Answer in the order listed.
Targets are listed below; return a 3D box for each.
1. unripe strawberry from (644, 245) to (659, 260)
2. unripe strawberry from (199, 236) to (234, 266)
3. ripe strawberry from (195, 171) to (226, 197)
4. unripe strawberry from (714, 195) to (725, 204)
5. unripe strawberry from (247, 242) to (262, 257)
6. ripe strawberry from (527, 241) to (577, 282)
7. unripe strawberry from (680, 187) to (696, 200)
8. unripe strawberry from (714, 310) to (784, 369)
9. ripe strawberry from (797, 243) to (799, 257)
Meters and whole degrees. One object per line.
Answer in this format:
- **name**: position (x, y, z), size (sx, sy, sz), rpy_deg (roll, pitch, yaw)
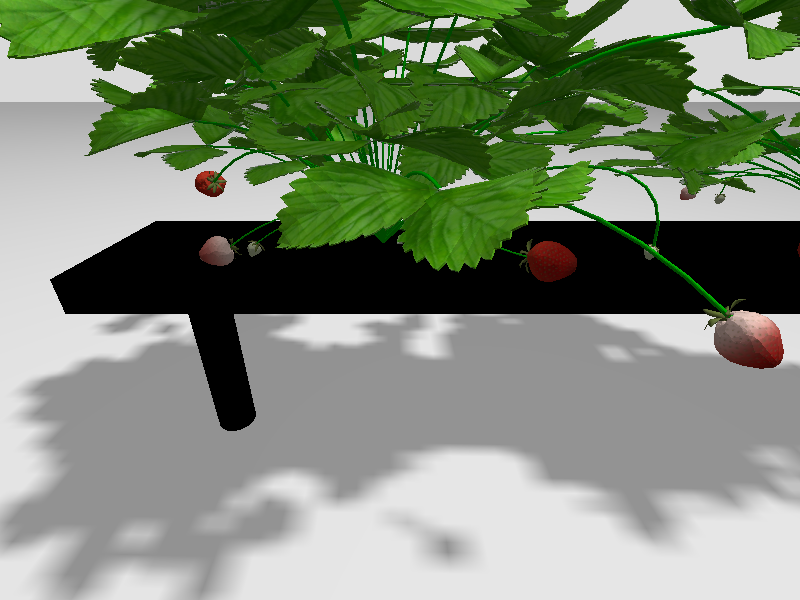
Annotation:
- **unripe strawberry**: position (0.195, -0.037, 0.312), size (0.010, 0.011, 0.011), rpy_deg (7, 29, 13)
- **unripe strawberry**: position (-0.146, -0.037, 0.317), size (0.025, 0.025, 0.023), rpy_deg (-21, 33, -13)
- **ripe strawberry**: position (-0.243, -0.147, 0.511), size (0.033, 0.032, 0.036), rpy_deg (1, 23, 40)
- **unripe strawberry**: position (0.377, -0.119, 0.473), size (0.011, 0.011, 0.010), rpy_deg (-12, 30, -22)
- **unripe strawberry**: position (-0.123, -0.042, 0.337), size (0.011, 0.011, 0.013), rpy_deg (30, 14, -30)
- **ripe strawberry**: position (0.110, -0.028, 0.289), size (0.034, 0.029, 0.034), rpy_deg (18, 33, 29)
- **unripe strawberry**: position (0.359, -0.132, 0.499), size (0.019, 0.017, 0.017), rpy_deg (-13, -27, -23)
- **unripe strawberry**: position (0.177, 0.020, 0.203), size (0.031, 0.031, 0.027), rpy_deg (-27, -18, -40)
- **ripe strawberry**: position (0.320, -0.036, 0.289), size (0.049, 0.042, 0.049), rpy_deg (-18, 33, -30)
